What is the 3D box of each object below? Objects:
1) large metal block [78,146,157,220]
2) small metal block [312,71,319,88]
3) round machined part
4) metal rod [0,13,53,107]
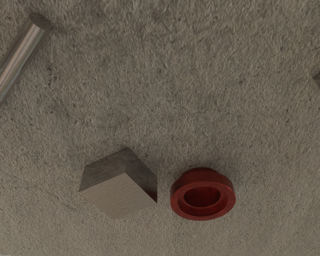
[{"bbox_3d":[-0.059,0.084,0.462,0.080,0.050,0.080,-25,126,19],"label":"large metal block"},{"bbox_3d":[0.219,-0.058,0.360,0.050,0.025,0.050,27,125,-22],"label":"small metal block"},{"bbox_3d":[0.065,0.098,0.480,0.099,0.042,0.097,0,130,0],"label":"round machined part"},{"bbox_3d":[-0.219,-0.022,0.386,0.025,0.025,0.299,34,122,-25],"label":"metal rod"}]
